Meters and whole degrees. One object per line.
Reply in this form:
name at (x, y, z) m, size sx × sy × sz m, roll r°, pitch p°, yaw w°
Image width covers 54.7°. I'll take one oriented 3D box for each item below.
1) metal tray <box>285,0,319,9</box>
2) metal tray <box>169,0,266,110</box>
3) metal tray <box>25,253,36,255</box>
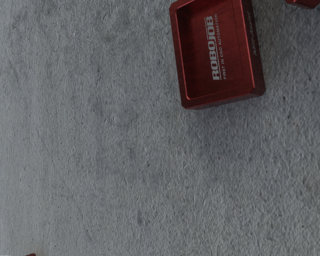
metal tray at (0.126, -0.183, 0.269) m, size 0.090 × 0.030 × 0.130 m, roll -48°, pitch 51°, yaw 48°
metal tray at (0.061, -0.092, 0.350) m, size 0.090 × 0.030 × 0.129 m, roll -12°, pitch 83°, yaw 39°
metal tray at (-0.275, 0.331, 0.629) m, size 0.090 × 0.030 × 0.129 m, roll 50°, pitch 119°, yaw 28°
